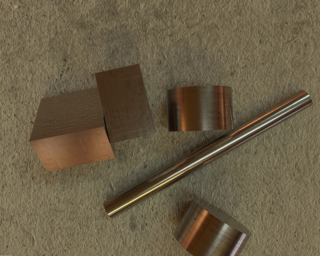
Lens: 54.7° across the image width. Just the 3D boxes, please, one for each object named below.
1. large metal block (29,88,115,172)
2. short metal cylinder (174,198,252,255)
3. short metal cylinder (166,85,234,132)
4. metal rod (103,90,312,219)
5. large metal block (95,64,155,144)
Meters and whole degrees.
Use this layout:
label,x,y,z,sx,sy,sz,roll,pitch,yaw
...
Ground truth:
label,x,y,z,sx,sy,sz,roll,pitch,yaw
large metal block,-0.101,-0.001,0.375,0.080,0.080,0.050,-11,131,0
short metal cylinder,0.064,0.130,0.383,0.080,0.080,0.050,30,90,0
short metal cylinder,0.049,-0.022,0.383,0.081,0.080,0.050,-2,90,0
metal rod,0.063,0.034,0.410,0.301,0.025,0.025,-30,90,0
large metal block,-0.039,-0.027,0.382,0.050,0.080,0.080,-13,90,0
